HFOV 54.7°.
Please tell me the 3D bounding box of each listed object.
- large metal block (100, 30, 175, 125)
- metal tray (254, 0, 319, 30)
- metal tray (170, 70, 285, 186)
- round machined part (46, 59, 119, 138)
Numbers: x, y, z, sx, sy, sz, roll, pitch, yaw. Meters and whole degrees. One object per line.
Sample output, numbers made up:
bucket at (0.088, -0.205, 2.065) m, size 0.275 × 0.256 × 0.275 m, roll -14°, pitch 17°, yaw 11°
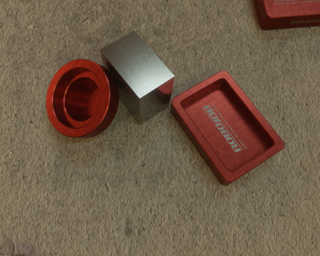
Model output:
large metal block at (-0.029, -0.062, 0.400) m, size 0.050 × 0.080 × 0.080 m, roll -35°, pitch 74°, yaw -15°
metal tray at (0.217, -0.203, 0.482) m, size 0.131 × 0.030 × 0.090 m, roll -5°, pitch 70°, yaw -3°
metal tray at (0.085, -0.002, 0.407) m, size 0.090 × 0.030 × 0.130 m, roll -31°, pitch 73°, yaw -11°
round machined part at (-0.094, -0.035, 0.397) m, size 0.098 × 0.042 × 0.097 m, roll -2°, pitch 84°, yaw 25°
